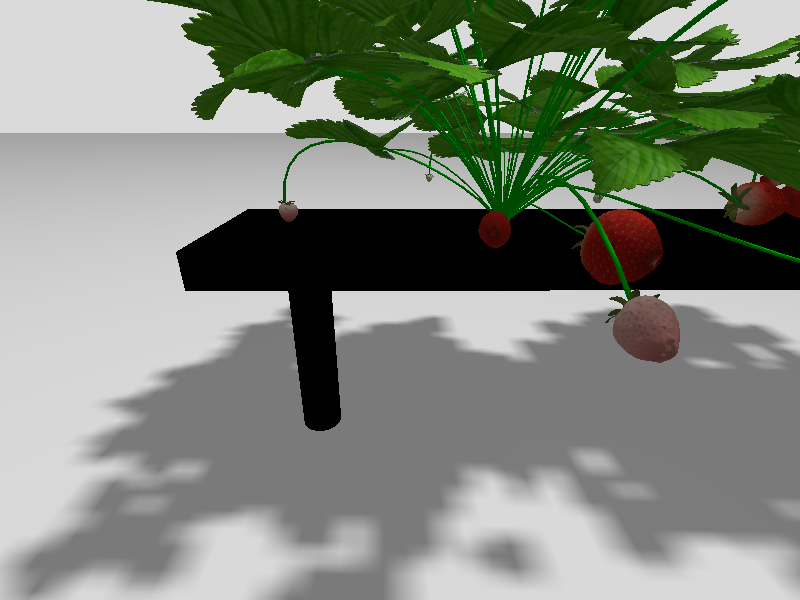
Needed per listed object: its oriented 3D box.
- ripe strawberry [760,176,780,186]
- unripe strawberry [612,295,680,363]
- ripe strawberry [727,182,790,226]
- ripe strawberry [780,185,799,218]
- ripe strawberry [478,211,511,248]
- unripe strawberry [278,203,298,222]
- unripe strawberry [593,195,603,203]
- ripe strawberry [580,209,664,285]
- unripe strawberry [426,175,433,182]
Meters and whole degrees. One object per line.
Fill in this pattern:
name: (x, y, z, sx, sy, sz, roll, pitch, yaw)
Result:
ripe strawberry: (0.500, -0.164, 0.538, 0.027, 0.024, 0.024, -5, 11, -10)
unripe strawberry: (0.092, 0.012, 0.148, 0.022, 0.025, 0.024, 0, 39, 0)
ripe strawberry: (0.305, -0.081, 0.339, 0.037, 0.036, 0.040, 1, 24, 1)
ripe strawberry: (0.368, -0.093, 0.367, 0.036, 0.036, 0.040, 2, 24, 7)
ripe strawberry: (0.066, -0.049, 0.281, 0.023, 0.026, 0.025, 7, 26, 16)
unripe strawberry: (-0.098, -0.077, 0.352, 0.017, 0.016, 0.015, 0, 24, 1)
unripe strawberry: (0.213, -0.109, 0.431, 0.010, 0.010, 0.009, -16, 29, -32)
ripe strawberry: (0.124, -0.028, 0.220, 0.040, 0.042, 0.043, -6, 25, -13)
unripe strawberry: (0.037, -0.155, 0.508, 0.009, 0.010, 0.010, -7, 25, -15)
